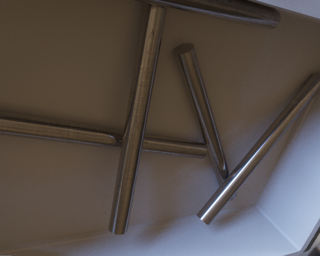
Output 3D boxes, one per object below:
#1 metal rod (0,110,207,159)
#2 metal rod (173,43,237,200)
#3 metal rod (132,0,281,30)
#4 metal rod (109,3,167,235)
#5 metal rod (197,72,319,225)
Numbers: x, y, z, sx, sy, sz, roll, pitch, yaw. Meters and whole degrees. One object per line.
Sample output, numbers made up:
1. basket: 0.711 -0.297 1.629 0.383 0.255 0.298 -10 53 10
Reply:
1. metal rod: -0.062 0.013 0.383 0.302 0.025 0.025 10 113 -33
2. metal rod: 0.076 0.013 0.460 0.025 0.025 0.299 -31 129 -9
3. metal rod: 0.026 -0.131 0.312 0.303 0.025 0.025 -5 121 -37
4. metal rod: -0.028 -0.008 0.362 0.025 0.025 0.298 1 110 -29
5. metal rod: 0.165 0.032 0.498 0.300 0.025 0.025 -50 130 -2
